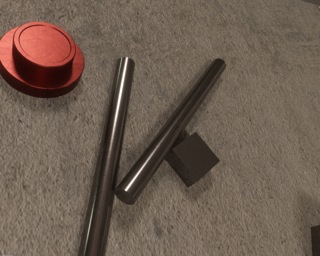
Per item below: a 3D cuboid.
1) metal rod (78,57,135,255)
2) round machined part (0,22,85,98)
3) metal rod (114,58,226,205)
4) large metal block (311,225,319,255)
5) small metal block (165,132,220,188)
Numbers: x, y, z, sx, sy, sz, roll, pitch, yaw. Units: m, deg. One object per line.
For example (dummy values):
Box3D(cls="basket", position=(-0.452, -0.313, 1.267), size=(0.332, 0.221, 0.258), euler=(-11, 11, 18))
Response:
Box3D(cls="metal rod", position=(-0.058, 0.035, 0.352), size=(0.025, 0.025, 0.300), euler=(18, 55, -19))
Box3D(cls="round machined part", position=(-0.140, -0.088, 0.372), size=(0.099, 0.042, 0.098), euler=(14, 56, -21))
Box3D(cls="metal rod", position=(0.031, -0.017, 0.425), size=(0.025, 0.025, 0.301), euler=(39, 48, -2))
Box3D(cls="large metal block", position=(0.250, 0.168, 0.404), size=(0.050, 0.080, 0.080), euler=(26, 52, -13))
Box3D(cls="small metal block", position=(0.042, 0.040, 0.403), size=(0.050, 0.025, 0.050), euler=(-33, 81, -38))
